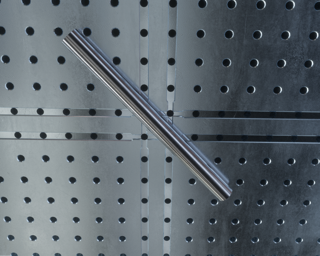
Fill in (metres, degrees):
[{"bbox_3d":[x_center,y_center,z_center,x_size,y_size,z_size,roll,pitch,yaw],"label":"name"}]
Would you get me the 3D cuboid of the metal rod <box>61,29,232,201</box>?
[{"bbox_3d":[-0.007,-0.008,0.411,0.025,0.025,0.300,-41,105,13],"label":"metal rod"}]
